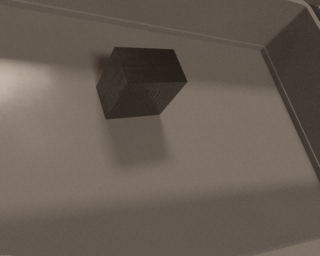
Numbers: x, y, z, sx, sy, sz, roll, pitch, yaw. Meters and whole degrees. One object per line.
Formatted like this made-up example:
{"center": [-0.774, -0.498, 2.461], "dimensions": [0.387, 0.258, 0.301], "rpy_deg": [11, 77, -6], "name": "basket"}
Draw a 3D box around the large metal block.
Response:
{"center": [-0.026, -0.055, 0.391], "dimensions": [0.081, 0.080, 0.050], "rpy_deg": [-7, 65, -31], "name": "large metal block"}
